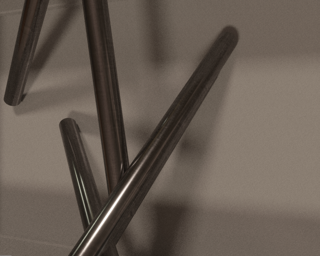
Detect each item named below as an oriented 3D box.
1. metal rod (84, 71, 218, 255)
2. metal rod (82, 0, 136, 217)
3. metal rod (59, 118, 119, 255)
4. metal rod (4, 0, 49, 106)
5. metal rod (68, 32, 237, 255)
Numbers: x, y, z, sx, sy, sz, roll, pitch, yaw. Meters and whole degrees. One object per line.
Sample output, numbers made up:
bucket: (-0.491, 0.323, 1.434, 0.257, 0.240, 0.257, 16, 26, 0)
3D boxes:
metal rod: (-0.016, 0.053, 0.353, 0.025, 0.025, 0.300, 28, 75, 17)
metal rod: (-0.057, -0.059, 0.313, 0.025, 0.025, 0.298, -7, 92, 19)
metal rod: (-0.081, 0.077, 0.348, 0.025, 0.025, 0.300, -50, 39, 13)
metal rod: (-0.164, -0.126, 0.391, 0.025, 0.025, 0.298, 53, 135, 12)
metal rod: (0.007, 0.005, 0.322, 0.025, 0.025, 0.300, 26, 65, 18)
